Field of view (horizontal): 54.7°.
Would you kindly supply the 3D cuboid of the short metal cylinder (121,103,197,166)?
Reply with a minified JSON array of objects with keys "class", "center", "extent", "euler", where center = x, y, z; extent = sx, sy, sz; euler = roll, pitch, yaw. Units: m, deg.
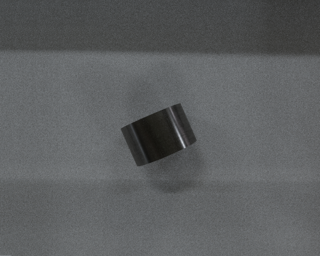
[{"class":"short metal cylinder","center":[-0.002,0.008,0.384],"extent":[0.080,0.080,0.050],"euler":[-23,91,0]}]
